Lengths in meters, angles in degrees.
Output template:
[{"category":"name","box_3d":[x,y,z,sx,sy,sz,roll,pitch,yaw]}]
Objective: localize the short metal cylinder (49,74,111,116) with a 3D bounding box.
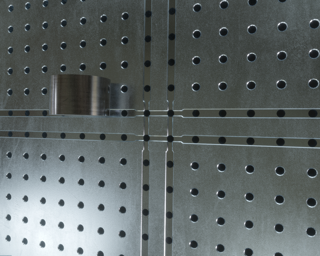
[{"category":"short metal cylinder","box_3d":[-0.108,-0.042,0.422,0.080,0.080,0.050,2,91,20]}]
